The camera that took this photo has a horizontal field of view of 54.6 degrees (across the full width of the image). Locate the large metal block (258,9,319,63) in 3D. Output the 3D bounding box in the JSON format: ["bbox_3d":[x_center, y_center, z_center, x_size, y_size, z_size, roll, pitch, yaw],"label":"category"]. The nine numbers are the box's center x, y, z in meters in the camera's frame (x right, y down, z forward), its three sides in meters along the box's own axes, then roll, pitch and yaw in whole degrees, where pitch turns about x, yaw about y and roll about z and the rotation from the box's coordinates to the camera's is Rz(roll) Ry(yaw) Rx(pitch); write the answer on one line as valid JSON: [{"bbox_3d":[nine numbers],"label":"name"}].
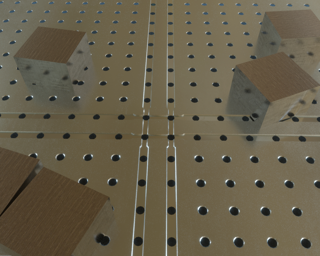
[{"bbox_3d":[0.223,-0.154,0.522,0.080,0.050,0.080,-4,50,-4],"label":"large metal block"}]

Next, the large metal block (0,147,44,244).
[{"bbox_3d":[-0.179,0.068,0.333,0.080,0.050,0.080,15,52,12],"label":"large metal block"}]

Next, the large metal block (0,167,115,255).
[{"bbox_3d":[-0.103,0.097,0.309,0.080,0.050,0.080,20,53,16],"label":"large metal block"}]

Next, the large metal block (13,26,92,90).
[{"bbox_3d":[-0.163,-0.110,0.484,0.080,0.050,0.080,9,51,7],"label":"large metal block"}]

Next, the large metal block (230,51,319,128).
[{"bbox_3d":[0.159,-0.056,0.440,0.081,0.050,0.080,-18,52,-15],"label":"large metal block"}]
